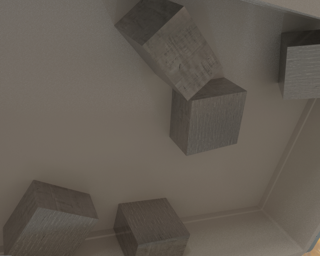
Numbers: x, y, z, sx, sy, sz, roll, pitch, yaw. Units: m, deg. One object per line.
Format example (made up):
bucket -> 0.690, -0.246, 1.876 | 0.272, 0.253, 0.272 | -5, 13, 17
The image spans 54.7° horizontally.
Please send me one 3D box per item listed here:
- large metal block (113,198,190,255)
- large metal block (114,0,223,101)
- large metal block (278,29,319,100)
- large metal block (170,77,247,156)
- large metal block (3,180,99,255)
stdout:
large metal block -> -0.015, 0.153, 0.460 | 0.081, 0.080, 0.050 | 0, 119, -29
large metal block -> 0.008, -0.086, 0.324 | 0.050, 0.080, 0.080 | -44, 129, 2
large metal block -> 0.212, -0.088, 0.430 | 0.080, 0.050, 0.080 | -2, 127, 12
large metal block -> 0.062, -0.017, 0.416 | 0.081, 0.050, 0.079 | -11, 123, -22
large metal block -> -0.138, 0.121, 0.392 | 0.080, 0.050, 0.080 | 26, 104, -37
